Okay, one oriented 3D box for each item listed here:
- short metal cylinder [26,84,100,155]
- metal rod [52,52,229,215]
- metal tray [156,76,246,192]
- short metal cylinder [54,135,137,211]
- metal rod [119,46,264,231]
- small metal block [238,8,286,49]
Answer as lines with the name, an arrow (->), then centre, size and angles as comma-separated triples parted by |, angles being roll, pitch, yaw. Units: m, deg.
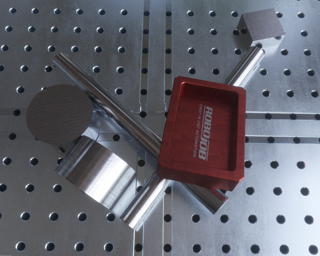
short metal cylinder -> -0.122, -0.009, 0.400 | 0.081, 0.050, 0.080 | 0, 70, 0
metal rod -> -0.038, -0.005, 0.394 | 0.300, 0.025, 0.025 | 41, 75, 20
metal tray -> 0.051, 0.002, 0.364 | 0.091, 0.030, 0.130 | 11, 56, 2
short metal cylinder -> -0.074, 0.053, 0.362 | 0.080, 0.080, 0.050 | 32, 73, 11
metal rod -> 0.051, 0.002, 0.411 | 0.025, 0.025, 0.300 | 35, 73, 11
small metal block -> 0.153, -0.149, 0.468 | 0.050, 0.025, 0.050 | -12, 71, -5
